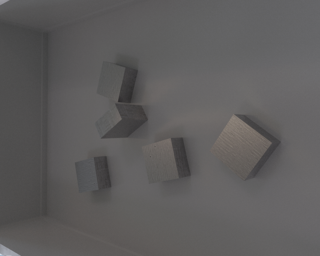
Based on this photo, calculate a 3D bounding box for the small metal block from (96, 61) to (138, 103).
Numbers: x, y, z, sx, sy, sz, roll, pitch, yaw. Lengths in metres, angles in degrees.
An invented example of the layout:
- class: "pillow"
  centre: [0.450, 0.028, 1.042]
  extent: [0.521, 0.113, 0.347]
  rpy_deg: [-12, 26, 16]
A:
- class: "small metal block"
  centre: [-0.064, -0.068, 0.460]
  extent: [0.050, 0.025, 0.050]
  rpy_deg: [24, 105, 37]

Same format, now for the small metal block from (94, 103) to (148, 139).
- class: "small metal block"
  centre: [-0.054, -0.009, 0.436]
  extent: [0.050, 0.050, 0.025]
  rpy_deg: [-39, 67, 33]

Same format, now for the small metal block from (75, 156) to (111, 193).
- class: "small metal block"
  centre: [-0.108, 0.075, 0.496]
  extent: [0.050, 0.025, 0.050]
  rpy_deg: [-17, 79, 38]

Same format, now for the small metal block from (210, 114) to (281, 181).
- class: "small metal block"
  centre: [0.090, 0.020, 0.332]
  extent: [0.050, 0.025, 0.050]
  rpy_deg: [43, 116, 31]

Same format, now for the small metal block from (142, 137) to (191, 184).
- class: "small metal block"
  centre: [0.007, 0.043, 0.401]
  extent: [0.050, 0.025, 0.050]
  rpy_deg: [-19, 78, 38]
